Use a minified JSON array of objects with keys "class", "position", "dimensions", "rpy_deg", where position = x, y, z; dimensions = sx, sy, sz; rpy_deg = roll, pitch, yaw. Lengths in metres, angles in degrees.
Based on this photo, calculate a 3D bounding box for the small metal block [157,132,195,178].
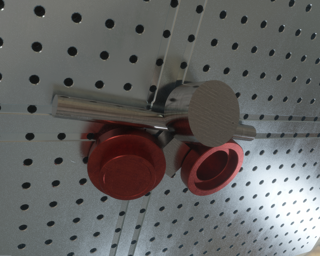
[{"class":"small metal block","position":[0.013,0.034,0.435],"dimensions":[0.050,0.025,0.050],"rpy_deg":[-45,129,3]}]

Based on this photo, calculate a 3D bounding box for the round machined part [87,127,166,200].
[{"class":"round machined part","position":[-0.041,0.051,0.388],"dimensions":[0.099,0.042,0.097],"rpy_deg":[-4,118,-6]}]

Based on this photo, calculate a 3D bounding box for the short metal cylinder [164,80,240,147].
[{"class":"short metal cylinder","position":[0.053,-0.018,0.389],"dimensions":[0.081,0.050,0.079],"rpy_deg":[-2,94,-32]}]

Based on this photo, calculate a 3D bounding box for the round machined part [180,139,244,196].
[{"class":"round machined part","position":[0.073,0.050,0.464],"dimensions":[0.099,0.042,0.097],"rpy_deg":[-17,128,-22]}]

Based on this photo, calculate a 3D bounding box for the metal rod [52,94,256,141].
[{"class":"metal rod","position":[0.015,-0.008,0.410],"dimensions":[0.302,0.025,0.025],"rpy_deg":[7,115,-32]}]
